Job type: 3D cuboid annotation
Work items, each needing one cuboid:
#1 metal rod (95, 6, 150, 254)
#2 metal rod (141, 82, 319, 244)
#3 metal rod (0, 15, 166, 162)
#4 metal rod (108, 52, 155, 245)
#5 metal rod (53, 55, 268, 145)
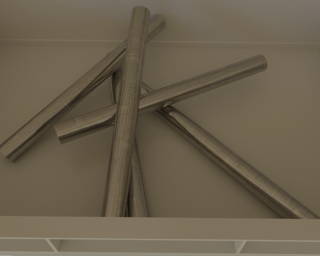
[{"bbox_3d":[-0.038,-0.016,0.359,0.025,0.025,0.299,4,68,3],"label":"metal rod"},{"bbox_3d":[0.065,0.024,0.385,0.025,0.025,0.300,-35,59,-26],"label":"metal rod"},{"bbox_3d":[-0.095,-0.068,0.434,0.025,0.025,0.301,32,65,24],"label":"metal rod"},{"bbox_3d":[-0.046,-0.001,0.404,0.025,0.025,0.300,-8,51,-7],"label":"metal rod"},{"bbox_3d":[0.014,-0.044,0.408,0.302,0.025,0.025,-21,53,-18],"label":"metal rod"}]
